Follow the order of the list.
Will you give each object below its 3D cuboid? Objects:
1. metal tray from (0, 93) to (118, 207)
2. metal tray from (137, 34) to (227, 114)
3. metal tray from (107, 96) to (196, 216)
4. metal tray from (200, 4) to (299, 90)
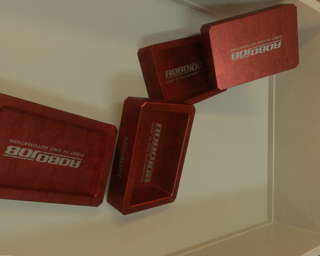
[{"bbox_3d":[-0.112,0.027,0.310,0.131,0.030,0.090,18,79,-39],"label":"metal tray"},{"bbox_3d":[0.037,-0.080,0.436,0.131,0.030,0.089,-24,106,-38],"label":"metal tray"},{"bbox_3d":[-0.009,0.031,0.370,0.091,0.030,0.129,0,106,-46],"label":"metal tray"},{"bbox_3d":[0.129,-0.115,0.439,0.131,0.030,0.089,-17,114,-8],"label":"metal tray"}]
